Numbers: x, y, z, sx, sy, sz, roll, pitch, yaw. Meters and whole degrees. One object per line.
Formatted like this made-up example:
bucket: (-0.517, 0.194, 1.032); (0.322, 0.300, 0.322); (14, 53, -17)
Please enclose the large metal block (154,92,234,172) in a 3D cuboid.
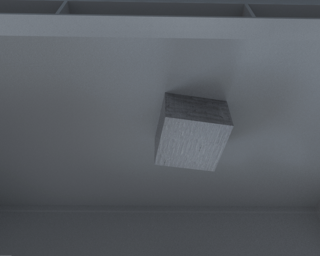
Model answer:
large metal block: (0.039, 0.006, 0.398); (0.080, 0.050, 0.079); (7, 130, -7)
